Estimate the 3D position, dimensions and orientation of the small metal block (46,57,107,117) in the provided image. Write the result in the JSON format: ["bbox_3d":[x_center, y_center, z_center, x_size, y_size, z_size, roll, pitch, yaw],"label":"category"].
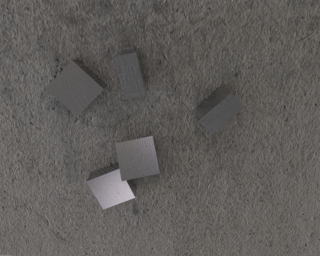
[{"bbox_3d":[-0.104,-0.052,0.390,0.050,0.025,0.050,-43,105,14],"label":"small metal block"}]

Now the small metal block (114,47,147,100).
[{"bbox_3d":[-0.033,-0.067,0.371,0.025,0.050,0.050,-11,110,4],"label":"small metal block"}]

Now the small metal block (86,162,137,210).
[{"bbox_3d":[-0.067,0.081,0.439,0.050,0.025,0.050,-22,109,8],"label":"small metal block"}]

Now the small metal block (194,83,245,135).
[{"bbox_3d":[0.072,-0.025,0.388,0.050,0.050,0.025,-42,105,14],"label":"small metal block"}]

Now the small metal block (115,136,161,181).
[{"bbox_3d":[-0.028,0.041,0.412,0.050,0.025,0.050,-12,79,1],"label":"small metal block"}]
